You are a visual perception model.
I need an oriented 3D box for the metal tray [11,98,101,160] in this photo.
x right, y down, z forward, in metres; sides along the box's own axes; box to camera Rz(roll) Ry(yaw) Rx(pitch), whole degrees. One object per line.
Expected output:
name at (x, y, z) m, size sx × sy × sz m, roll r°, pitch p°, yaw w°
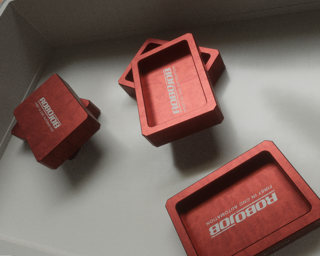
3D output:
metal tray at (-0.168, -0.009, 0.494) m, size 0.130 × 0.030 × 0.090 m, roll 14°, pitch 69°, yaw 33°

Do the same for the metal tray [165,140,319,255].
metal tray at (0.081, 0.082, 0.308) m, size 0.130 × 0.030 × 0.090 m, roll -33°, pitch 52°, yaw 6°

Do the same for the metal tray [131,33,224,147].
metal tray at (0.017, -0.050, 0.383) m, size 0.090 × 0.030 × 0.130 m, roll -22°, pitch 54°, yaw 14°

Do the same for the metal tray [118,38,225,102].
metal tray at (0.014, -0.077, 0.440) m, size 0.130 × 0.030 × 0.090 m, roll 22°, pitch 73°, yaw 35°

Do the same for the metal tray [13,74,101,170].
metal tray at (-0.153, -0.014, 0.450) m, size 0.090 × 0.030 × 0.130 m, roll -43°, pitch 51°, yaw -2°
